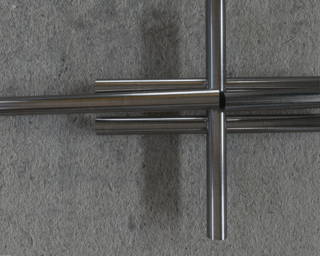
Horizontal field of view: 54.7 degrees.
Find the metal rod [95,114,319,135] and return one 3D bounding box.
[{"bbox_3d":[0.068,-0.005,0.411,0.302,0.025,0.025,-1,90,-1],"label":"metal rod"}]

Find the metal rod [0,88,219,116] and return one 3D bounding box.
[{"bbox_3d":[-0.080,-0.031,0.385,0.302,0.025,0.025,-1,90,9],"label":"metal rod"}]

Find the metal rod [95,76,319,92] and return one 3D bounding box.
[{"bbox_3d":[0.068,-0.055,0.411,0.302,0.025,0.025,-1,90,-1],"label":"metal rod"}]

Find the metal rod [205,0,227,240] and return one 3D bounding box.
[{"bbox_3d":[0.070,-0.013,0.387,0.025,0.025,0.298,0,90,-1],"label":"metal rod"}]

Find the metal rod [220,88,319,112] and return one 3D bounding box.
[{"bbox_3d":[0.220,-0.038,0.389,0.302,0.025,0.025,-3,90,-11],"label":"metal rod"}]
